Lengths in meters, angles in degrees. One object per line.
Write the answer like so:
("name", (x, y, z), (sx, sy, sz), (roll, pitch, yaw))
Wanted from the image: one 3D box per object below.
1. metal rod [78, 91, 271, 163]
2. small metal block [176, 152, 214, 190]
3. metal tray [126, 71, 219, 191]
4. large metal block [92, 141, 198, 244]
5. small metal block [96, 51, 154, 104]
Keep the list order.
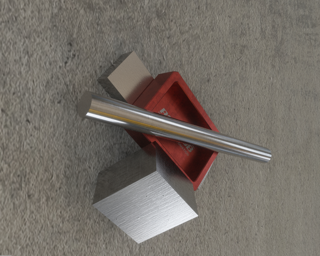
("metal rod", (0.045, 0.010, 0.374), (0.302, 0.025, 0.025), (16, 80, -39))
("small metal block", (0.045, 0.053, 0.446), (0.050, 0.025, 0.050), (46, 62, -31))
("metal tray", (0.022, 0.006, 0.390), (0.130, 0.030, 0.090), (51, 60, -28))
("large metal block", (-0.015, 0.074, 0.349), (0.080, 0.080, 0.050), (51, 18, -28))
("small metal block", (-0.039, -0.056, 0.375), (0.050, 0.025, 0.050), (52, 59, -28))
